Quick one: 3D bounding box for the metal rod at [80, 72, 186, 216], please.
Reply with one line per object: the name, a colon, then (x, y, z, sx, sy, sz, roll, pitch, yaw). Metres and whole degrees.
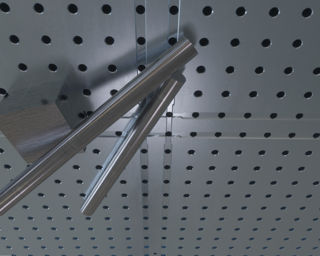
metal rod: (-0.052, 0.039, 0.444, 0.025, 0.025, 0.298, 22, 127, -18)

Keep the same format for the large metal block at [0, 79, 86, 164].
large metal block: (-0.143, -0.007, 0.388, 0.080, 0.050, 0.080, -12, 129, 9)

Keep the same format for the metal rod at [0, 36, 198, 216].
metal rod: (-0.082, 0.003, 0.356, 0.300, 0.025, 0.025, -39, 122, 7)
